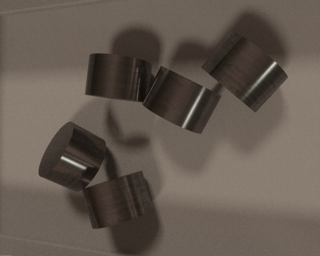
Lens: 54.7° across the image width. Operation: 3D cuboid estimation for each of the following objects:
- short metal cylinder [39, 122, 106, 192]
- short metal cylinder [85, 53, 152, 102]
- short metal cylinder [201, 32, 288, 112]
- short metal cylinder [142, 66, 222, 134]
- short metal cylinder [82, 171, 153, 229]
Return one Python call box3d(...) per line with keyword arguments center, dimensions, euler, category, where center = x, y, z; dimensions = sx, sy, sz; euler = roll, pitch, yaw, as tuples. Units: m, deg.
box3d(center=(-0.117, 0.038, 0.415), dimensions=(0.080, 0.050, 0.080), euler=(-36, 36, 32), category="short metal cylinder")
box3d(center=(-0.053, -0.062, 0.399), dimensions=(0.080, 0.080, 0.050), euler=(8, 93, 19), category="short metal cylinder")
box3d(center=(0.093, -0.062, 0.348), dimensions=(0.080, 0.080, 0.050), euler=(43, 103, 14), category="short metal cylinder")
box3d(center=(0.026, -0.034, 0.372), dimensions=(0.080, 0.080, 0.050), euler=(30, 100, 17), category="short metal cylinder")
box3d(center=(-0.055, 0.091, 0.399), dimensions=(0.080, 0.080, 0.050), euler=(-19, 84, 19), category="short metal cylinder")
